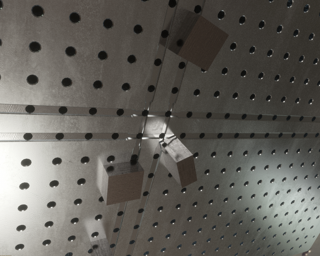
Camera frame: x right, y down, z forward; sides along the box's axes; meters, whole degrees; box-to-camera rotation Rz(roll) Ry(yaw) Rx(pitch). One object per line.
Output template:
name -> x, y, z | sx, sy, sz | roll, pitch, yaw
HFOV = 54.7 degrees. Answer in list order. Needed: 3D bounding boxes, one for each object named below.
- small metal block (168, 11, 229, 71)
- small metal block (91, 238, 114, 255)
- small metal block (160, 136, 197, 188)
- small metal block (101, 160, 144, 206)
small metal block -> 0.046, -0.104, 0.374 | 0.050, 0.025, 0.050 | 20, 108, -36
small metal block -> -0.088, 0.209, 0.478 | 0.025, 0.050, 0.050 | -7, 122, -25
small metal block -> 0.027, 0.048, 0.441 | 0.025, 0.050, 0.050 | -24, 128, -14
small metal block -> -0.053, 0.076, 0.431 | 0.050, 0.025, 0.050 | -6, 121, -26
